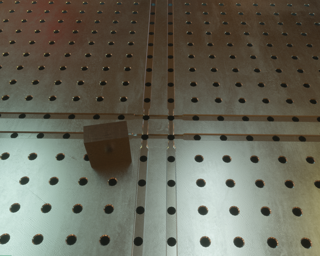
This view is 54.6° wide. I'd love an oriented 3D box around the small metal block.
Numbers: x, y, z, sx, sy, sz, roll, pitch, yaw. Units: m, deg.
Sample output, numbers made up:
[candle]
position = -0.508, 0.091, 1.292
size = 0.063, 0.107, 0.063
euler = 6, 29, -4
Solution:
[small metal block]
position = -0.062, 0.020, 0.375
size = 0.050, 0.050, 0.025
euler = -8, 51, -7
